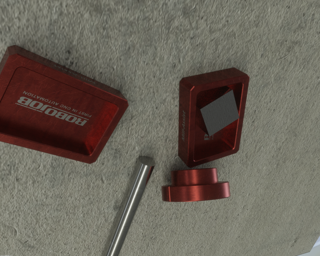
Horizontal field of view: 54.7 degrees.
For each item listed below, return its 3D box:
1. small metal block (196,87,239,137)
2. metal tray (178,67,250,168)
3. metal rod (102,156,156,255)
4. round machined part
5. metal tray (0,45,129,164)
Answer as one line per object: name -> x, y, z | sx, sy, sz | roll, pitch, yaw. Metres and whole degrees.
small metal block -> 0.075, -0.025, 0.418 | 0.050, 0.025, 0.050 | -32, 129, -8
metal tray -> 0.073, -0.013, 0.437 | 0.091, 0.030, 0.129 | -15, 125, -21
metal rod -> -0.068, 0.175, 0.479 | 0.025, 0.025, 0.298 | 8, 115, -32
round machined part -> 0.051, 0.081, 0.452 | 0.099, 0.098, 0.042 | 1, 80, -29
metal tray -> -0.111, -0.018, 0.332 | 0.131, 0.030, 0.090 | 22, 107, -37
